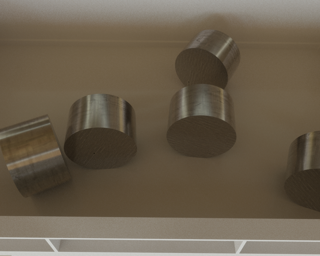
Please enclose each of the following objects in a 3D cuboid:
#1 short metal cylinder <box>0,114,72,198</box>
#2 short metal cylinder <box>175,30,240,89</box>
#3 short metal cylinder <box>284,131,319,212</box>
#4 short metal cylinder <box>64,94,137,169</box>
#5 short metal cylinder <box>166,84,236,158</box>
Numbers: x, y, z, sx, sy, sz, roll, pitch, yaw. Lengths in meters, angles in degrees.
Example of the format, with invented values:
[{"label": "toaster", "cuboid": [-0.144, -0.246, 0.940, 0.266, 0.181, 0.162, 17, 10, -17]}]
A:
[{"label": "short metal cylinder", "cuboid": [-0.136, 0.030, 0.342, 0.050, 0.080, 0.080, -20, 53, -16]}, {"label": "short metal cylinder", "cuboid": [0.069, -0.094, 0.449, 0.080, 0.080, 0.050, 23, 54, 18]}, {"label": "short metal cylinder", "cuboid": [0.179, 0.048, 0.331, 0.080, 0.080, 0.050, 16, 52, 12]}, {"label": "short metal cylinder", "cuboid": [-0.068, 0.006, 0.364, 0.081, 0.080, 0.050, -3, 50, -3]}, {"label": "short metal cylinder", "cuboid": [0.050, -0.007, 0.376, 0.080, 0.080, 0.050, 4, 50, 3]}]
